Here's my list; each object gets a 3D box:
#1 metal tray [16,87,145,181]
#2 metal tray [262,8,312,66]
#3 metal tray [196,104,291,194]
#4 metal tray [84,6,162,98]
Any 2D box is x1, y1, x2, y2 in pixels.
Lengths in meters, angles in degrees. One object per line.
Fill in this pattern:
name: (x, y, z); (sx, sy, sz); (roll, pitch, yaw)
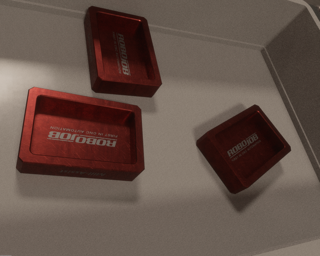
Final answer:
metal tray: (-0.085, 0.009, 0.351); (0.131, 0.030, 0.090); (9, 58, -24)
metal tray: (0.283, -0.204, 0.685); (0.090, 0.030, 0.130); (38, 51, -3)
metal tray: (0.126, 0.026, 0.456); (0.131, 0.030, 0.090); (-26, 76, -37)
metal tray: (-0.054, -0.108, 0.440); (0.091, 0.030, 0.130); (2, 61, -28)
